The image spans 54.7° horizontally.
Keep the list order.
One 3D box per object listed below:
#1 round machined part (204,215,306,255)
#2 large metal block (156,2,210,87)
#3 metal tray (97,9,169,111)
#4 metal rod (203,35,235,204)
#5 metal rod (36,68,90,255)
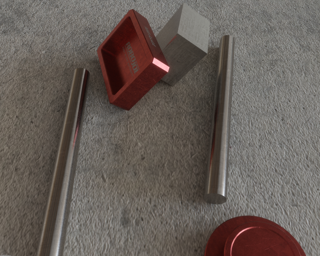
[{"bbox_3d":[0.091,0.127,0.287,0.099,0.042,0.098,0,50,0],"label":"round machined part"},{"bbox_3d":[0.027,-0.123,0.462,0.050,0.080,0.080,29,47,-21],"label":"large metal block"},{"bbox_3d":[-0.044,-0.100,0.447,0.030,0.090,0.130,24,35,-41],"label":"metal tray"},{"bbox_3d":[0.088,-0.035,0.433,0.025,0.025,0.300,8,50,6],"label":"metal rod"},{"bbox_3d":[-0.112,0.033,0.373,0.025,0.025,0.300,-2,50,-2],"label":"metal rod"}]
